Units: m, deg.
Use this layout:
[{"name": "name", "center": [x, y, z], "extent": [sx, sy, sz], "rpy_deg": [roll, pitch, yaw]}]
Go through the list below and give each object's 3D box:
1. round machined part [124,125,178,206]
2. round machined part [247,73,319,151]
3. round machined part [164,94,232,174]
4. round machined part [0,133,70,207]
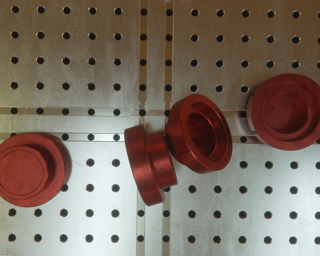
[{"name": "round machined part", "center": [-0.008, 0.042, 0.376], "extent": [0.042, 0.098, 0.097], "rpy_deg": [-17, 90, 1]}, {"name": "round machined part", "center": [0.163, -0.020, 0.407], "extent": [0.099, 0.042, 0.097], "rpy_deg": [0, 90, -1]}, {"name": "round machined part", "center": [0.044, 0.010, 0.388], "extent": [0.042, 0.099, 0.098], "rpy_deg": [-25, 90, 41]}, {"name": "round machined part", "center": [-0.173, 0.055, 0.403], "extent": [0.099, 0.042, 0.097], "rpy_deg": [0, 90, -1]}]
